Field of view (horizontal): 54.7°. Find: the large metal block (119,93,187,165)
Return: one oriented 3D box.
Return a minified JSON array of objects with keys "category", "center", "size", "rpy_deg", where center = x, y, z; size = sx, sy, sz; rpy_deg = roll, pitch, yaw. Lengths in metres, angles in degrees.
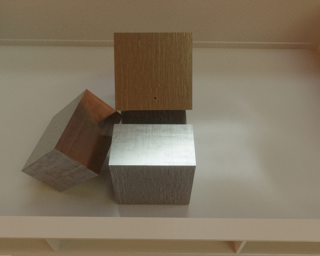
[{"category":"large metal block","center":[-0.009,0.001,0.388],"size":[0.081,0.050,0.080],"rpy_deg":[0,50,-1]}]

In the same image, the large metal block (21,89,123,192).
[{"category":"large metal block","center":[-0.096,0.016,0.342],"size":[0.050,0.080,0.080],"rpy_deg":[38,46,-25]}]

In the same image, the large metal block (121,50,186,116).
[{"category":"large metal block","center":[-0.009,-0.060,0.417],"size":[0.081,0.080,0.050],"rpy_deg":[-1,50,-1]}]

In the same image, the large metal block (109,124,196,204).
[{"category":"large metal block","center":[-0.007,0.041,0.332],"size":[0.081,0.080,0.050],"rpy_deg":[0,50,0]}]

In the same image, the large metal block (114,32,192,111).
[{"category":"large metal block","center":[-0.007,-0.061,0.345],"size":[0.081,0.079,0.050],"rpy_deg":[-1,5,-1]}]
